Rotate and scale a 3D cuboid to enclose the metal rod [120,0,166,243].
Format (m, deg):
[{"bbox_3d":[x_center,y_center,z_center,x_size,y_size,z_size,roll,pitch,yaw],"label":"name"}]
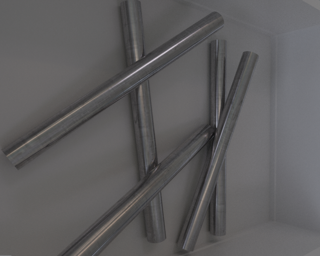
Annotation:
[{"bbox_3d":[-0.020,-0.004,0.389,0.025,0.025,0.298,-10,97,-40],"label":"metal rod"}]

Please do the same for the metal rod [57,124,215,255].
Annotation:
[{"bbox_3d":[-0.010,0.066,0.355,0.302,0.025,0.025,-37,113,-48],"label":"metal rod"}]

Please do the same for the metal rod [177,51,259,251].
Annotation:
[{"bbox_3d":[0.086,0.029,0.453,0.025,0.025,0.299,25,82,-37],"label":"metal rod"}]

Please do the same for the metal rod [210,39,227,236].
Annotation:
[{"bbox_3d":[0.091,0.015,0.482,0.025,0.025,0.298,0,90,-40],"label":"metal rod"}]

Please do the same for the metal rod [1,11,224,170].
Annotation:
[{"bbox_3d":[-0.033,-0.056,0.350,0.302,0.025,0.025,-39,114,-24],"label":"metal rod"}]
